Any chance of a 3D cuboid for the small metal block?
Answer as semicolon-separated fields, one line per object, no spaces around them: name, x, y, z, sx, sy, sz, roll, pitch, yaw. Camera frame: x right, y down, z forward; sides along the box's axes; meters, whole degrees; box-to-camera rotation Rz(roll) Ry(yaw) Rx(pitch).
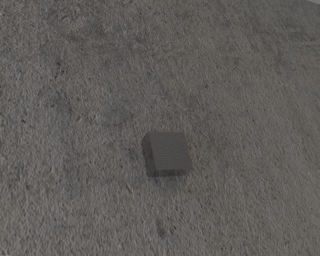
small metal block;0.008;0.033;0.388;0.050;0.025;0.050;2;61;-27
